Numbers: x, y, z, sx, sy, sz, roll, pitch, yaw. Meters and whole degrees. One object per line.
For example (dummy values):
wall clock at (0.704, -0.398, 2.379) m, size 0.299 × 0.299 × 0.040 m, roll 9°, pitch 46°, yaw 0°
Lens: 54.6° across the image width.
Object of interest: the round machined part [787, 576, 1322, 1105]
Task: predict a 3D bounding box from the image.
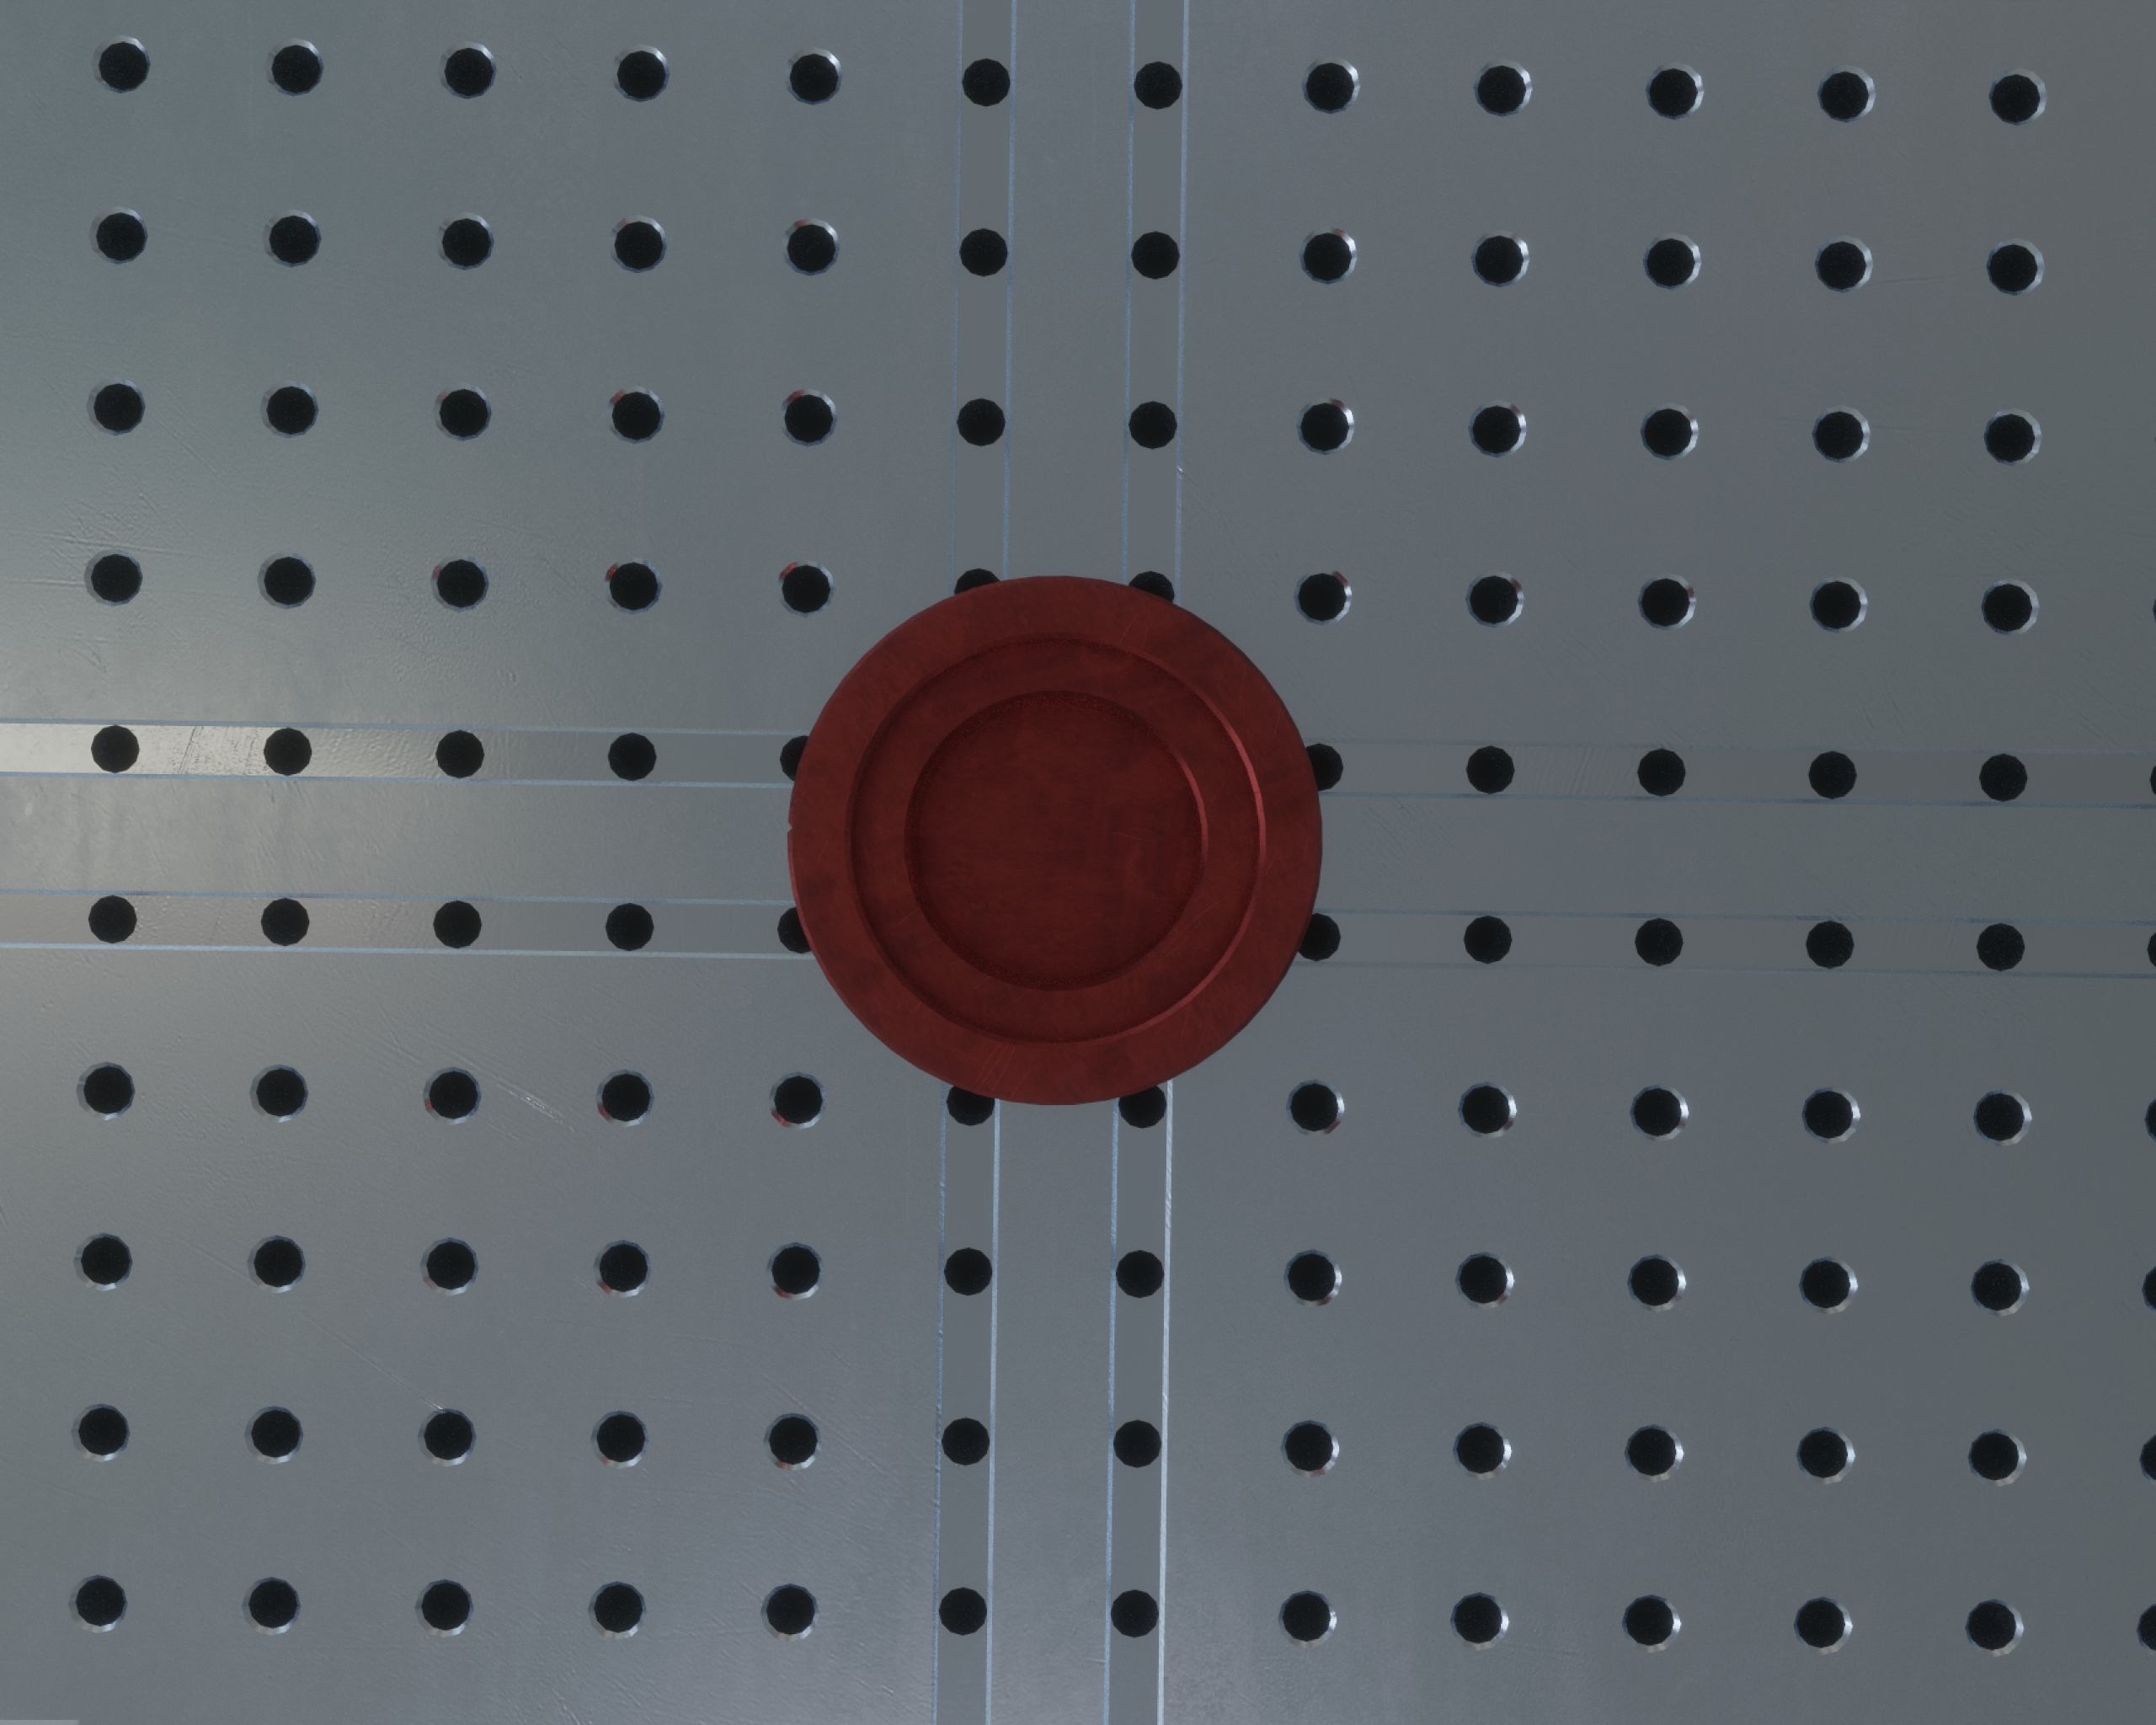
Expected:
round machined part at (-0.004, -0.004, 0.404) m, size 0.099 × 0.042 × 0.097 m, roll 0°, pitch 90°, yaw 0°
